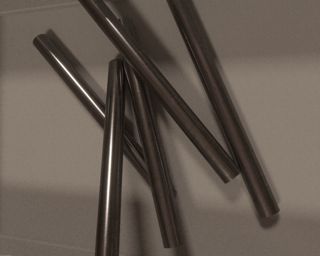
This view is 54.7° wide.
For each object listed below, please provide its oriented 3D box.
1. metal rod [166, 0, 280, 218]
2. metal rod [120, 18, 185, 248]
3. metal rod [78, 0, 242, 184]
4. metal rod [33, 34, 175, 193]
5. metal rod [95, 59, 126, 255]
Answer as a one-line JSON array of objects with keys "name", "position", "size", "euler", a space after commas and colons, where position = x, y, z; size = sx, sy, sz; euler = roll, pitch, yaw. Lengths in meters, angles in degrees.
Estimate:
[{"name": "metal rod", "position": [0.074, -0.037, 0.384], "size": [0.025, 0.025, 0.299], "euler": [-24, 82, 18]}, {"name": "metal rod", "position": [-0.017, -0.003, 0.398], "size": [0.025, 0.025, 0.299], "euler": [-17, 78, 19]}, {"name": "metal rod", "position": [-0.006, -0.059, 0.385], "size": [0.025, 0.025, 0.300], "euler": [-40, 82, 15]}, {"name": "metal rod", "position": [-0.086, -0.024, 0.439], "size": [0.025, 0.025, 0.300], "euler": [-45, 77, 14]}, {"name": "metal rod", "position": [-0.057, 0.046, 0.367], "size": [0.025, 0.025, 0.299], "euler": [-11, 62, 19]}]
